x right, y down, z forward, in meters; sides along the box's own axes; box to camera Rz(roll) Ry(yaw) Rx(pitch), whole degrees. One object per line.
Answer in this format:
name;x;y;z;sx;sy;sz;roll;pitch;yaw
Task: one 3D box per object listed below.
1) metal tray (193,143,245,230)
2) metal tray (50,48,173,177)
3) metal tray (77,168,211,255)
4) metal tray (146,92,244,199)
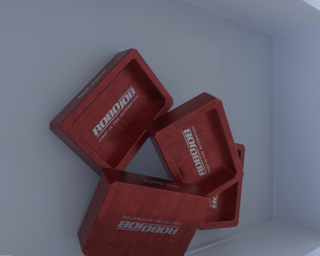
metal tray;0.087;0.085;0.476;0.091;0.030;0.129;11;83;-39
metal tray;-0.049;-0.018;0.361;0.090;0.030;0.130;51;60;-28
metal tray;-0.016;0.103;0.355;0.131;0.030;0.089;17;103;-30
metal tray;0.048;0.032;0.390;0.090;0.030;0.129;-30;120;-11
